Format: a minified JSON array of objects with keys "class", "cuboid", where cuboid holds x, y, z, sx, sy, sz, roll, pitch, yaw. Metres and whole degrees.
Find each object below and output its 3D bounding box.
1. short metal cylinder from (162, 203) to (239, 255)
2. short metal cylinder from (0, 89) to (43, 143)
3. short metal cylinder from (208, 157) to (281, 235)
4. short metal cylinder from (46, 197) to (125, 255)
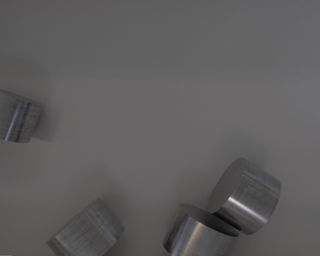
[{"class":"short metal cylinder","cuboid":[0.050,0.136,0.384,0.080,0.080,0.050,25,90,0]},{"class":"short metal cylinder","cuboid":[-0.194,-0.019,0.382,0.080,0.080,0.050,20,90,0]},{"class":"short metal cylinder","cuboid":[0.103,0.084,0.385,0.050,0.080,0.080,32,90,0]},{"class":"short metal cylinder","cuboid":[-0.091,0.132,0.383,0.080,0.080,0.050,-39,90,0]}]
